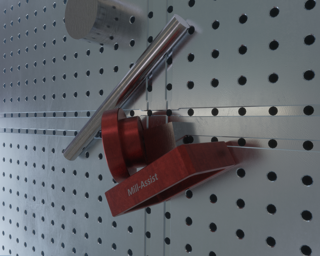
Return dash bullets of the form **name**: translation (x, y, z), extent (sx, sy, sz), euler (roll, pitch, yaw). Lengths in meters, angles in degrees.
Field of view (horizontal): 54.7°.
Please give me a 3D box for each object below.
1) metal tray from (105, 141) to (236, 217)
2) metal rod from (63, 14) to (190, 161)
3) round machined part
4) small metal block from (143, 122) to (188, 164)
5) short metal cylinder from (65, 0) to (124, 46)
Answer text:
- **metal tray**: translation (0.010, 0.059, 0.358), extent (0.130, 0.091, 0.030), euler (-36, 68, 34)
- **metal rod**: translation (-0.065, -0.043, 0.462), extent (0.299, 0.025, 0.025), euler (-44, 64, 31)
- **round machined part**: translation (-0.042, 0.021, 0.409), extent (0.042, 0.098, 0.097), euler (-11, 81, 4)
- **small metal block**: translation (0.008, 0.022, 0.403), extent (0.050, 0.025, 0.050), euler (-16, 80, 38)
- **short metal cylinder**: translation (-0.102, -0.172, 0.477), extent (0.080, 0.050, 0.079), euler (0, 90, 40)
